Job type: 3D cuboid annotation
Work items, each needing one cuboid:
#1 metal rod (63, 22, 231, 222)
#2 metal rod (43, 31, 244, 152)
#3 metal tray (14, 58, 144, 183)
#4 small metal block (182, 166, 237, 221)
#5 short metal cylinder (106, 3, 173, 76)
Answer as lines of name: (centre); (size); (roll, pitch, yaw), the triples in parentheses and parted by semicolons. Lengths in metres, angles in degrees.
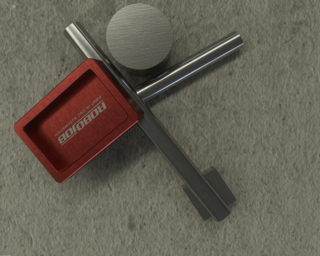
metal rod: (-0.015, -0.007, 0.386); (0.025, 0.025, 0.300); (-39, 91, 0)
metal rod: (-0.027, -0.044, 0.411); (0.301, 0.025, 0.025); (-30, 90, -1)
metal tray: (-0.096, -0.008, 0.369); (0.130, 0.030, 0.090); (-39, 90, 11)
small metal block: (0.064, 0.086, 0.412); (0.050, 0.025, 0.050); (-34, 90, 0)
short metal cylinder: (-0.025, -0.110, 0.398); (0.081, 0.050, 0.079); (0, 90, -1)
